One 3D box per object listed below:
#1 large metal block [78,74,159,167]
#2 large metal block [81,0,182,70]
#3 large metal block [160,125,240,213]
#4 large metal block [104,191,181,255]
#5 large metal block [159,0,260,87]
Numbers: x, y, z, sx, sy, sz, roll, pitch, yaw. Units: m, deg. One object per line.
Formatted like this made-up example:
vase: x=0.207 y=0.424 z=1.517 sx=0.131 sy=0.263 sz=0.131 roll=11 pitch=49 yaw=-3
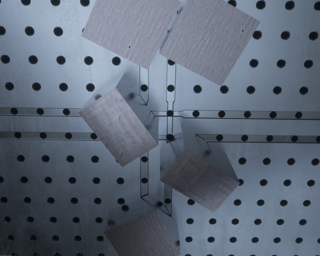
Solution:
large metal block: x=-0.045 y=-0.013 z=0.379 sx=0.050 sy=0.080 sz=0.080 roll=-32 pitch=107 yaw=11
large metal block: x=-0.031 y=-0.124 z=0.354 sx=0.080 sy=0.050 sz=0.080 roll=26 pitch=108 yaw=-9
large metal block: x=0.047 y=0.050 z=0.403 sx=0.080 sy=0.080 sz=0.050 roll=33 pitch=107 yaw=-11
large metal block: x=-0.024 y=0.152 z=0.456 sx=0.080 sy=0.050 sz=0.080 roll=-23 pitch=109 yaw=8
large metal block: x=0.054 y=-0.107 z=0.361 sx=0.080 sy=0.050 sz=0.080 roll=26 pitch=108 yaw=-9
